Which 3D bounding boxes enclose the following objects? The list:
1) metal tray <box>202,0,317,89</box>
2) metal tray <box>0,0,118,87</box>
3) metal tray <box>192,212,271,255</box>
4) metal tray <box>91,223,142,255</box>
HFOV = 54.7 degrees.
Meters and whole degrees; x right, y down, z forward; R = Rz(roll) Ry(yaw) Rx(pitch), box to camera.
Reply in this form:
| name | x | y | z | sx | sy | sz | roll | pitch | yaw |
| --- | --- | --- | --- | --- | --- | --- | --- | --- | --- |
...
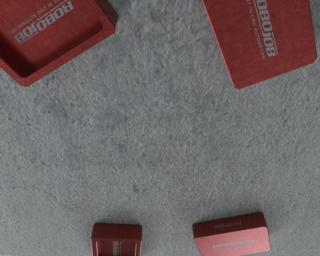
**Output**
| name | x | y | z | sx | sy | sz | roll | pitch | yaw |
| --- | --- | --- | --- | --- | --- | --- | --- | --- | --- |
| metal tray | 0.099 | -0.110 | 0.312 | 0.090 | 0.030 | 0.130 | -20 | 128 | 15 |
| metal tray | -0.120 | -0.107 | 0.310 | 0.130 | 0.030 | 0.090 | -25 | 126 | 19 |
| metal tray | 0.135 | 0.205 | 0.581 | 0.131 | 0.030 | 0.090 | -13 | 129 | 10 |
| metal tray | -0.083 | 0.236 | 0.603 | 0.091 | 0.030 | 0.129 | 4 | 130 | -4 |
